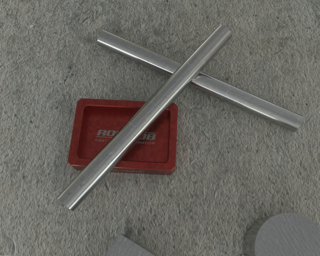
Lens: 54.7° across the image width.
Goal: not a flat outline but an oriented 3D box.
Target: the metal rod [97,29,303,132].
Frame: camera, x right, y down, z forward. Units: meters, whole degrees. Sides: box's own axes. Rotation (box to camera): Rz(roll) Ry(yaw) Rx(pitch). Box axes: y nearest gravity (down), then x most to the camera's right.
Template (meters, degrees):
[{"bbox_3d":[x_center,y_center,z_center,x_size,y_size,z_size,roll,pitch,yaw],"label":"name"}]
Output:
[{"bbox_3d":[0.049,-0.069,0.433,0.301,0.025,0.025,25,72,8],"label":"metal rod"}]

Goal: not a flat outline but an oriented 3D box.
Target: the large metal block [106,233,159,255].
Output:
[{"bbox_3d":[-0.029,0.171,0.332,0.080,0.050,0.080,29,72,10],"label":"large metal block"}]

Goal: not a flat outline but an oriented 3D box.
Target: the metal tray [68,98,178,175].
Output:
[{"bbox_3d":[-0.044,0.011,0.400,0.131,0.030,0.090,3,70,0],"label":"metal tray"}]

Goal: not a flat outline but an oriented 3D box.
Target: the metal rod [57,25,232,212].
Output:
[{"bbox_3d":[-0.008,-0.023,0.384,0.025,0.025,0.301,38,74,12],"label":"metal rod"}]

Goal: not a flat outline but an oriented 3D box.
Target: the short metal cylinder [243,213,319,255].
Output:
[{"bbox_3d":[0.139,0.138,0.346,0.081,0.050,0.080,0,70,0],"label":"short metal cylinder"}]
